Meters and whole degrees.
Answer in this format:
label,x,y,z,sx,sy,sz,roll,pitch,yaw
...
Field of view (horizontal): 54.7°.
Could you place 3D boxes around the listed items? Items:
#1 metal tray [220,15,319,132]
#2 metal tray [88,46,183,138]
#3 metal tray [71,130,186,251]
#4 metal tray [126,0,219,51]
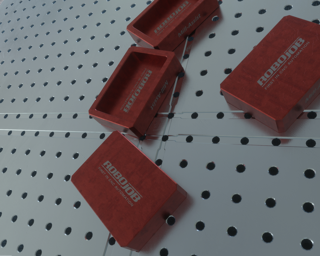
label,x,y,z,sx,sy,sz,roll,pitch,yaw
metal tray,0.148,-0.068,0.369,0.130,0.030,0.090,-47,52,-5
metal tray,-0.036,-0.058,0.457,0.090,0.030,0.130,18,71,34
metal tray,-0.043,0.071,0.382,0.090,0.030,0.130,-48,52,-6
metal tray,0.019,-0.182,0.504,0.130,0.030,0.090,-45,51,-3
